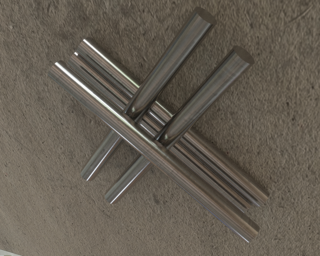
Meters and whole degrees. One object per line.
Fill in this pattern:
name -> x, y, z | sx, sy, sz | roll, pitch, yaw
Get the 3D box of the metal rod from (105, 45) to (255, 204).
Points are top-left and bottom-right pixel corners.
metal rod -> 0.003, 0.019, 0.385 | 0.025, 0.025, 0.298 | 41, 129, 0

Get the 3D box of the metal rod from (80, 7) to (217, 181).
metal rod -> -0.034, -0.017, 0.381 | 0.025, 0.025, 0.298 | 41, 129, 0

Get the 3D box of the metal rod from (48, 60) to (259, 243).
metal rod -> -0.007, 0.027, 0.363 | 0.300, 0.025, 0.025 | 40, 129, 0

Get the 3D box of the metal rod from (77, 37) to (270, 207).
metal rod -> 0.017, -0.007, 0.393 | 0.300, 0.025, 0.025 | 41, 129, -1

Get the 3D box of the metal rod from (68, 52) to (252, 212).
metal rod -> 0.002, 0.005, 0.409 | 0.300, 0.025, 0.025 | 41, 129, -1
